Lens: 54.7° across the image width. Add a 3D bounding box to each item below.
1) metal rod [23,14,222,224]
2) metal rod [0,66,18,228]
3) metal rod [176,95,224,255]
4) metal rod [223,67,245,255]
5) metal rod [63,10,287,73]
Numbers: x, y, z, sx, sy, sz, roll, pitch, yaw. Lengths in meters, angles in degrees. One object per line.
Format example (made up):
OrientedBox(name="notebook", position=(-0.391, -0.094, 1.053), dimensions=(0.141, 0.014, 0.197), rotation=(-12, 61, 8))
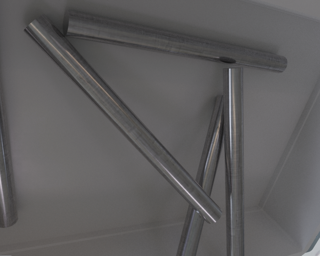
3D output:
OrientedBox(name="metal rod", position=(-0.024, 0.007, 0.341), dimensions=(0.025, 0.025, 0.300), rotation=(-42, 111, 0))
OrientedBox(name="metal rod", position=(-0.167, -0.018, 0.305), dimensions=(0.025, 0.025, 0.298), rotation=(-6, 121, -25))
OrientedBox(name="metal rod", position=(0.053, 0.101, 0.416), dimensions=(0.025, 0.025, 0.299), rotation=(21, 81, -36))
OrientedBox(name="metal rod", position=(0.101, 0.070, 0.421), dimensions=(0.025, 0.025, 0.298), rotation=(-9, 103, -24))
OrientedBox(name="metal rod", position=(0.041, -0.096, 0.371), dimensions=(0.302, 0.025, 0.025), rotation=(2, 118, -30))
